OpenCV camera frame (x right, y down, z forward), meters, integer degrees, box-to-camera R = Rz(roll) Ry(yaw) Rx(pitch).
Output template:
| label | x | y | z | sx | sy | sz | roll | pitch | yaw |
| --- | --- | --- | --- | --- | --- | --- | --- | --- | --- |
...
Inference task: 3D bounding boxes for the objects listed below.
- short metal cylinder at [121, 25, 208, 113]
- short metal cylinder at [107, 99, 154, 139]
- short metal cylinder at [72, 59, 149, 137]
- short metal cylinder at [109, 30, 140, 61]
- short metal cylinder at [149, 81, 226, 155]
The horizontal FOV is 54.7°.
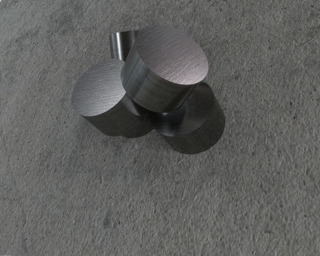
| label | x | y | z | sx | sy | sz | roll | pitch | yaw |
| --- | --- | --- | --- | --- | --- | --- | --- | --- | --- |
| short metal cylinder | 0.004 | -0.063 | 0.332 | 0.050 | 0.081 | 0.080 | 127 | 147 | -50 |
| short metal cylinder | -0.041 | -0.032 | 0.429 | 0.080 | 0.050 | 0.080 | -13 | 56 | 20 |
| short metal cylinder | -0.058 | -0.036 | 0.375 | 0.080 | 0.050 | 0.080 | -13 | 56 | 20 |
| short metal cylinder | -0.029 | -0.108 | 0.442 | 0.080 | 0.080 | 0.050 | 0 | 101 | 28 |
| short metal cylinder | 0.034 | -0.014 | 0.378 | 0.080 | 0.050 | 0.080 | -13 | 56 | 20 |
